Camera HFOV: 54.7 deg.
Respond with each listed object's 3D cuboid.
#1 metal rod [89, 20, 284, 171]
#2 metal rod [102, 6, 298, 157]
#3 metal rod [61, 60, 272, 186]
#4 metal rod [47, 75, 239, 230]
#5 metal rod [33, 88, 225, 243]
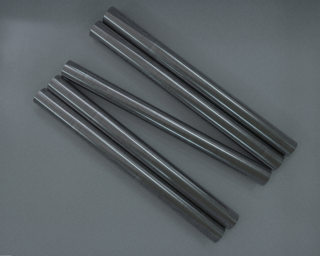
[{"bbox_3d":[0.036,-0.042,0.410,0.301,0.025,0.025,36,90,0],"label":"metal rod"},{"bbox_3d":[0.053,-0.061,0.410,0.301,0.025,0.025,36,90,0],"label":"metal rod"},{"bbox_3d":[0.009,-0.006,0.410,0.301,0.025,0.025,29,90,0],"label":"metal rod"},{"bbox_3d":[-0.022,0.032,0.410,0.300,0.025,0.025,38,90,0],"label":"metal rod"},{"bbox_3d":[-0.040,0.049,0.410,0.300,0.025,0.025,38,90,0],"label":"metal rod"}]
